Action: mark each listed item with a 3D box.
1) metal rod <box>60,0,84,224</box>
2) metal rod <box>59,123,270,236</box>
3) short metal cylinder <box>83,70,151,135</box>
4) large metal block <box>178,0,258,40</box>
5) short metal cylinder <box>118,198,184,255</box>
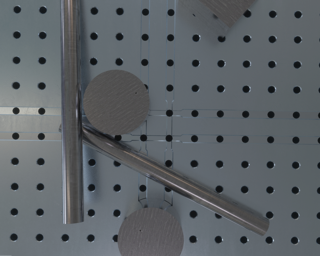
[{"bbox_3d":[-0.112,-0.035,0.391,0.025,0.025,0.298,-3,82,0],"label":"metal rod"},{"bbox_3d":[0.006,0.064,0.413,0.301,0.025,0.025,28,90,0],"label":"metal rod"},{"bbox_3d":[-0.053,-0.031,0.400,0.081,0.050,0.079,0,90,0],"label":"short metal cylinder"},{"bbox_3d":[0.082,-0.178,0.401,0.080,0.050,0.080,42,90,0],"label":"large metal block"},{"bbox_3d":[-0.011,0.136,0.401,0.081,0.050,0.079,0,90,0],"label":"short metal cylinder"}]
